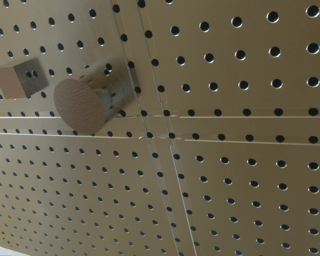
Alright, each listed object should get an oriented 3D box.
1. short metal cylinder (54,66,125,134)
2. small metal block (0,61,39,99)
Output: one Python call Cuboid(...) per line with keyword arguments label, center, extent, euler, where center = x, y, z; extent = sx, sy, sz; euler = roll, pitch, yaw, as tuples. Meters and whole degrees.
Cuboid(label="short metal cylinder", center=(-0.095, -0.038, 0.422), extent=(0.080, 0.050, 0.079), euler=(13, 124, 21))
Cuboid(label="small metal block", center=(-0.226, -0.074, 0.485), extent=(0.050, 0.025, 0.050), euler=(0, 119, 28))
